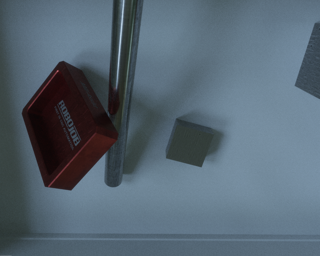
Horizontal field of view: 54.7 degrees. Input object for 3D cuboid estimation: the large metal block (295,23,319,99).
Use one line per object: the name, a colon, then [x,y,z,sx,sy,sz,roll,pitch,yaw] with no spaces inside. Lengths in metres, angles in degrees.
large metal block: [0.209,-0.075,0.358,0.050,0.080,0.079,9,110,-4]

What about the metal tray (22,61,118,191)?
metal tray: [-0.109,-0.006,0.356,0.090,0.130,0.030,-47,142,15]

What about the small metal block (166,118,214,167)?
small metal block: [0.039,0.020,0.419,0.050,0.025,0.050,15,109,-6]

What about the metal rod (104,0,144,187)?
metal rod: [-0.043,-0.029,0.335,0.025,0.025,0.298,9,135,-4]
